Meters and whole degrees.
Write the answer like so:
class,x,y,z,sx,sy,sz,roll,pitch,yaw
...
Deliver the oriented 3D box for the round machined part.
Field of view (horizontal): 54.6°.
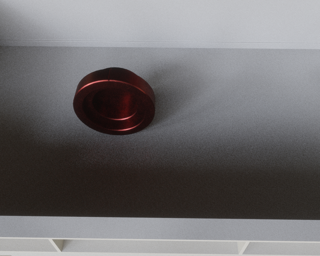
class,x,y,z,sx,sy,sz,roll,pitch,yaw
round machined part,-0.055,-0.037,0.389,0.099,0.098,0.042,1,50,0
